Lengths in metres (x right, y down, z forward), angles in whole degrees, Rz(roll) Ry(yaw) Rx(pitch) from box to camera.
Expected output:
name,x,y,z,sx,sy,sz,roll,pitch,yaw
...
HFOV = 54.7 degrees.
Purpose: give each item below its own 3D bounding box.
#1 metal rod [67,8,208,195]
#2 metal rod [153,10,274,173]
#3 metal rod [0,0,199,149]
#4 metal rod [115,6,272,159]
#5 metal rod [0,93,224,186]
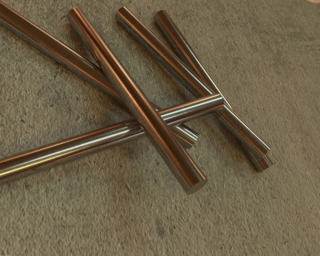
name,x,y,z,sx,sy,sz,roll,pitch,yaw
metal rod,-0.042,-0.051,0.368,0.025,0.025,0.300,-15,56,-34
metal rod,0.077,-0.065,0.484,0.025,0.025,0.299,-22,74,-36
metal rod,-0.080,-0.065,0.400,0.301,0.025,0.025,34,51,-6
metal rod,0.043,-0.071,0.455,0.300,0.025,0.025,46,51,9
metal rod,-0.047,0.007,0.352,0.302,0.025,0.025,-19,72,-28
